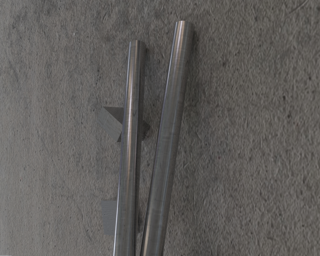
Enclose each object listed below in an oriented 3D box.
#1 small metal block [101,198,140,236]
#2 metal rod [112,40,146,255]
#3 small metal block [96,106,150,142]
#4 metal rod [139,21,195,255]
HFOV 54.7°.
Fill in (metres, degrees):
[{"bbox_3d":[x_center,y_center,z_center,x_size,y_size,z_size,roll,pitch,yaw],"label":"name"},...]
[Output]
[{"bbox_3d":[-0.058,0.129,0.453,0.050,0.025,0.050,-11,83,39],"label":"small metal block"},{"bbox_3d":[-0.035,0.023,0.376,0.025,0.025,0.299,-17,61,38],"label":"metal rod"},{"bbox_3d":[-0.051,-0.006,0.431,0.050,0.050,0.025,40,115,33],"label":"small metal block"},{"bbox_3d":[0.008,0.020,0.353,0.025,0.025,0.299,-1,76,40],"label":"metal rod"}]
